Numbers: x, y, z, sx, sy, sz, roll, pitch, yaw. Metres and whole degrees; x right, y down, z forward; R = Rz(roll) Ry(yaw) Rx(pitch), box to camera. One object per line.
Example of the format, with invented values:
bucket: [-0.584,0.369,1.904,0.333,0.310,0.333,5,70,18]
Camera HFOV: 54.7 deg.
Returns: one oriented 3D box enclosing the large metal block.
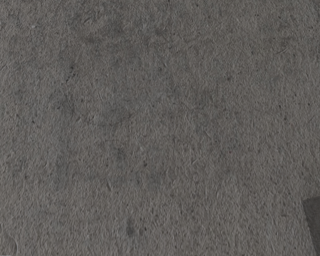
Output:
large metal block: [0.222,0.116,0.354,0.081,0.050,0.080,-7,70,-3]
